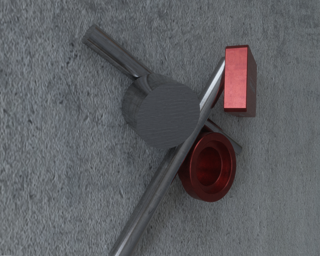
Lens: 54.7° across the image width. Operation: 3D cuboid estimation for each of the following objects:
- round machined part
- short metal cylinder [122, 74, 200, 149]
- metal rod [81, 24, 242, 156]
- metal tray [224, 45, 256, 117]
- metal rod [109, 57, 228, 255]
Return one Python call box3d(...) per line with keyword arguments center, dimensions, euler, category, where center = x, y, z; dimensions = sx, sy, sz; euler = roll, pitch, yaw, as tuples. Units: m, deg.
box3d(center=(0.063, 0.055, 0.448), dimensions=(0.099, 0.042, 0.097), euler=(0, 90, -40), category="round machined part")
box3d(center=(0.001, -0.021, 0.373), dimensions=(0.081, 0.050, 0.079), euler=(-11, 115, -24), category="short metal cylinder")
box3d(center=(0.023, -0.034, 0.426), dimensions=(0.301, 0.025, 0.025), euler=(35, 69, -35), category="metal rod")
box3d(center=(0.125, -0.065, 0.470), dimensions=(0.130, 0.030, 0.089), euler=(4, 87, -68), category="metal tray")
box3d(center=(0.024, 0.030, 0.404), dimensions=(0.025, 0.025, 0.300), euler=(41, 72, -33), category="metal rod")
